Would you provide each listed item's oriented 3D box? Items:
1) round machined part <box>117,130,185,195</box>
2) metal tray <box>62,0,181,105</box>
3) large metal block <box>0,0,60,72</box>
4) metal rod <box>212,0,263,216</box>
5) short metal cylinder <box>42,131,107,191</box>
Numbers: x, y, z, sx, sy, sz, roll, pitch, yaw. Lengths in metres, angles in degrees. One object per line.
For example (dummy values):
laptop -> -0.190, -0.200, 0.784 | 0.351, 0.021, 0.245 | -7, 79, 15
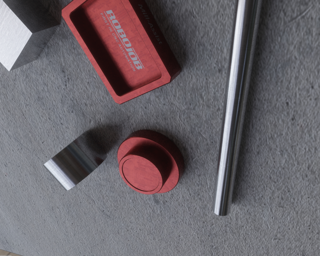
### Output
round machined part -> -0.019, 0.055, 0.438 | 0.098, 0.042, 0.097 | 13, 124, 20
metal tray -> -0.045, -0.101, 0.363 | 0.090, 0.030, 0.130 | -19, 109, 35
large metal block -> -0.193, -0.136, 0.406 | 0.080, 0.050, 0.080 | 49, 128, -7
metal rod -> 0.084, -0.014, 0.353 | 0.025, 0.025, 0.298 | 13, 124, 21
short metal cylinder -> -0.127, 0.048, 0.466 | 0.080, 0.080, 0.050 | -32, 101, 38
